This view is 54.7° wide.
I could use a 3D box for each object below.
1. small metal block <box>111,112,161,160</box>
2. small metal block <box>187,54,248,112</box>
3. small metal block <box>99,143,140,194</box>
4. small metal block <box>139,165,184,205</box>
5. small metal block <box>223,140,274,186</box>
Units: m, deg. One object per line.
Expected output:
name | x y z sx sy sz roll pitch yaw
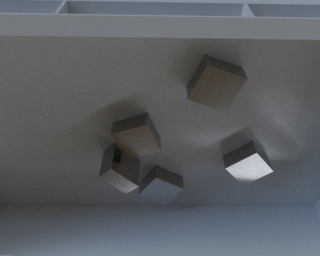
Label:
small metal block | -0.031 0.012 0.419 0.050 0.025 0.050 -16 129 12
small metal block | 0.066 -0.052 0.365 0.050 0.025 0.050 17 128 -14
small metal block | -0.056 0.057 0.441 0.025 0.050 0.050 -35 122 26
small metal block | 0.001 0.091 0.486 0.050 0.025 0.050 26 125 -21
small metal block | 0.129 0.052 0.455 0.050 0.025 0.050 -32 123 24
